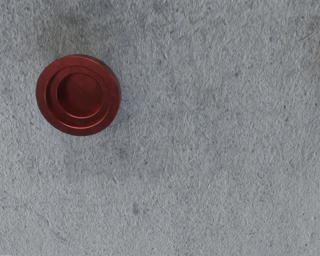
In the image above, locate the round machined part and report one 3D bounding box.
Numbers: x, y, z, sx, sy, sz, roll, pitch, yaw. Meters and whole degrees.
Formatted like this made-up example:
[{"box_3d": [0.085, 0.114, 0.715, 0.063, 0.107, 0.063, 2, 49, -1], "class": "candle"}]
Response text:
[{"box_3d": [-0.097, -0.042, 0.384, 0.099, 0.042, 0.097, 0, 110, 0], "class": "round machined part"}]
